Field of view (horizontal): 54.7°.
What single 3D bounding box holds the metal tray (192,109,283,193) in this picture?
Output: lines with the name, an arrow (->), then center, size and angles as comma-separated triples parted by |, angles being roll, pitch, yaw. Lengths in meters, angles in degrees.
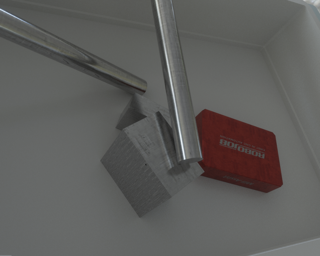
metal tray -> 0.109, 0.034, 0.443 | 0.131, 0.030, 0.090 | 17, 55, -19

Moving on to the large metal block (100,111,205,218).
large metal block -> -0.012, 0.042, 0.340 | 0.050, 0.080, 0.080 | -29, 78, -38

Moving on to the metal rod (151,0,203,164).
metal rod -> 0.008, -0.108, 0.348 | 0.025, 0.025, 0.299 | 1, 69, -28

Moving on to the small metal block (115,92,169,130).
small metal block -> -0.021, -0.011, 0.386 | 0.050, 0.050, 0.025 | 26, 53, -13

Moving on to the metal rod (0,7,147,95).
metal rod -> -0.122, -0.089, 0.317 | 0.302, 0.025, 0.025 | 19, 50, -48
